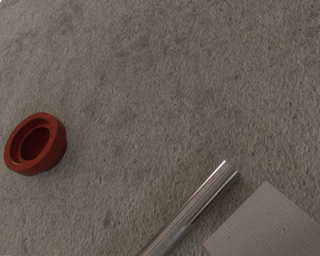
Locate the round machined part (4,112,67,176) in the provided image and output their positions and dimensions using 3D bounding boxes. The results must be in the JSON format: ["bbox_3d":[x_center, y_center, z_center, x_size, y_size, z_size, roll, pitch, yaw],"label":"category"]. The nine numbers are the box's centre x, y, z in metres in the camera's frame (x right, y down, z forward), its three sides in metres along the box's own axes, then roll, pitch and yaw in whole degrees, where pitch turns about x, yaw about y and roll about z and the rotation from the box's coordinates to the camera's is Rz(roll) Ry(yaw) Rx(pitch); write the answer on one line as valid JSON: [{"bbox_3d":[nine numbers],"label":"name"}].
[{"bbox_3d":[-0.182,0.027,0.469,0.098,0.042,0.098,-13,56,20],"label":"round machined part"}]

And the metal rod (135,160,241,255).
[{"bbox_3d":[-0.025,0.152,0.322,0.300,0.025,0.025,-46,52,-5],"label":"metal rod"}]

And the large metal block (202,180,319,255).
[{"bbox_3d":[0.099,0.108,0.269,0.080,0.050,0.080,-44,51,-3],"label":"large metal block"}]
